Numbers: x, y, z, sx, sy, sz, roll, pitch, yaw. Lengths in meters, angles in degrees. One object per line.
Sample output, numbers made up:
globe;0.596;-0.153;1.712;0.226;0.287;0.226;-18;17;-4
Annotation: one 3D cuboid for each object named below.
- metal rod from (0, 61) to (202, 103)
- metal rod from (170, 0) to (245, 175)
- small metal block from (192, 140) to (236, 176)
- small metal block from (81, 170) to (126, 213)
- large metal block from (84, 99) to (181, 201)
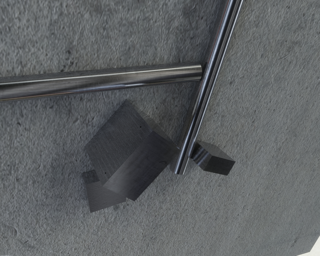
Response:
metal rod;-0.090;-0.048;0.328;0.303;0.025;0.025;-10;123;-24
metal rod;0.063;-0.069;0.400;0.025;0.025;0.298;1;118;-29
small metal block;0.074;0.043;0.459;0.050;0.050;0.025;17;107;-36
small metal block;-0.075;0.081;0.417;0.050;0.025;0.050;-14;124;-21
large metal block;-0.035;0.024;0.368;0.080;0.080;0.050;-48;129;5
